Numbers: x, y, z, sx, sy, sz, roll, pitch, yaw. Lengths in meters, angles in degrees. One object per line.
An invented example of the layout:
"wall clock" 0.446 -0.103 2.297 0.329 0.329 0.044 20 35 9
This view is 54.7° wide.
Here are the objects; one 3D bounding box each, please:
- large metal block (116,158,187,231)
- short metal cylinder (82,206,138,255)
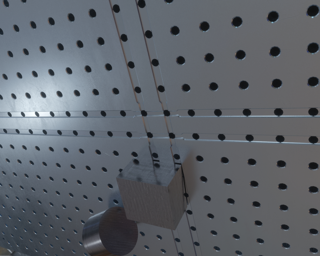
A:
"large metal block" -0.010 0.097 0.460 0.080 0.050 0.079 5 121 25
"short metal cylinder" -0.085 0.181 0.533 0.050 0.080 0.080 -31 101 38
